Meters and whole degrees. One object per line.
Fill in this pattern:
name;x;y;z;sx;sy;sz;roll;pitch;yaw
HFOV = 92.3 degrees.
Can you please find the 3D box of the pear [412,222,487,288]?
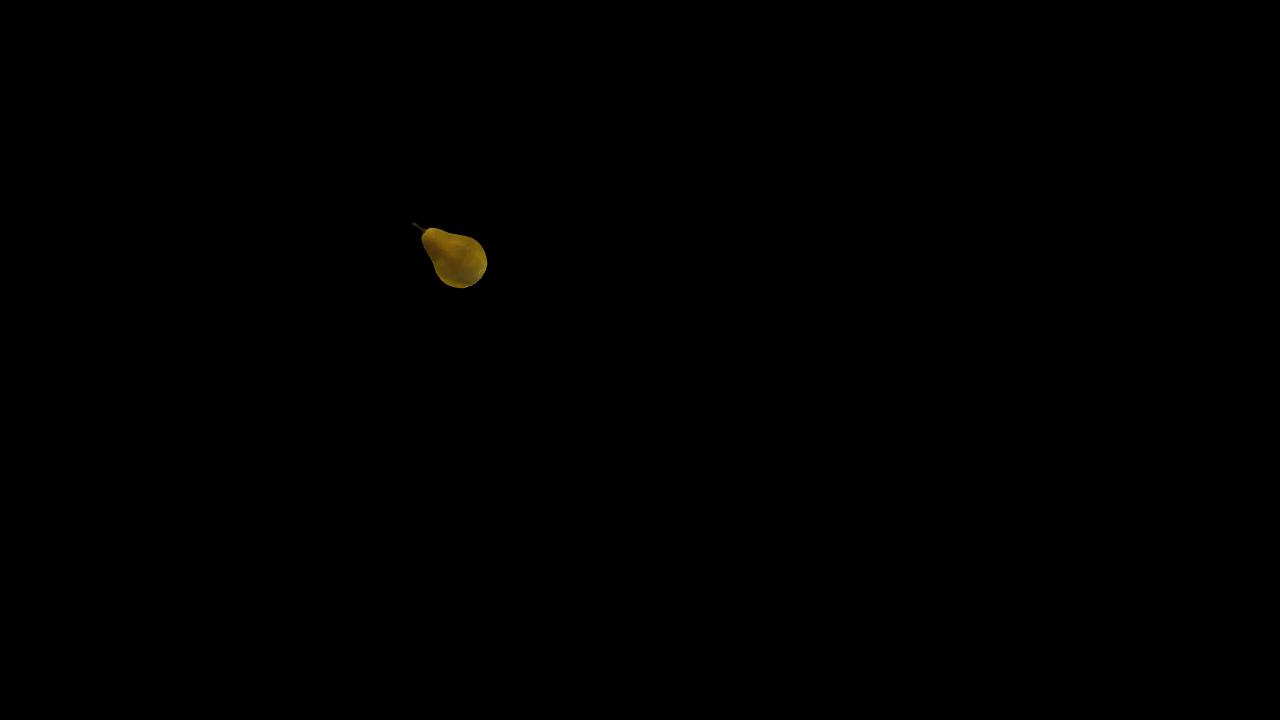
pear;-0.270;-0.154;0.865;0.080;0.080;0.111;0;-30;41
